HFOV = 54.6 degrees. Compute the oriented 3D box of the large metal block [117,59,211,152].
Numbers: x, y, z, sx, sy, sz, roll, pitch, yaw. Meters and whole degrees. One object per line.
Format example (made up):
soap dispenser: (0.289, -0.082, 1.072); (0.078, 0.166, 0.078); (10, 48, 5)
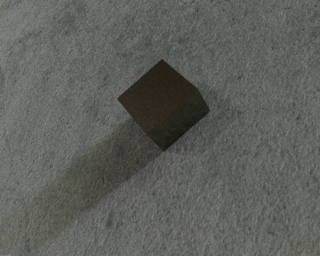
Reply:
large metal block: (0.004, -0.031, 0.405); (0.080, 0.050, 0.080); (-42, 51, 0)
